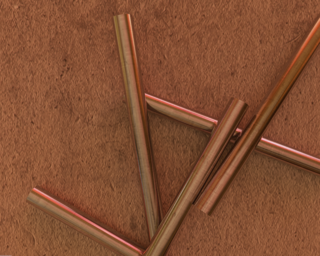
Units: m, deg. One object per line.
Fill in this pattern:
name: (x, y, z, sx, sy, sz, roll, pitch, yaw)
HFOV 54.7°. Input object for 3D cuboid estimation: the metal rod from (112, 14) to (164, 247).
metal rod: (-0.023, 0.013, 0.390, 0.025, 0.025, 0.298, -9, 98, 0)

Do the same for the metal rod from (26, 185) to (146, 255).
metal rod: (-0.038, 0.162, 0.409, 0.301, 0.025, 0.025, 30, 90, 0)

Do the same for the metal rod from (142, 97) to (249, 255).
metal rod: (0.026, 0.098, 0.383, 0.025, 0.025, 0.299, 29, 89, 0)

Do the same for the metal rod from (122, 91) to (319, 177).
metal rod: (0.096, 0.008, 0.410, 0.301, 0.025, 0.025, 21, 90, 0)

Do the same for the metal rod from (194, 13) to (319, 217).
metal rod: (0.136, -0.023, 0.390, 0.025, 0.025, 0.300, 35, 82, 0)
